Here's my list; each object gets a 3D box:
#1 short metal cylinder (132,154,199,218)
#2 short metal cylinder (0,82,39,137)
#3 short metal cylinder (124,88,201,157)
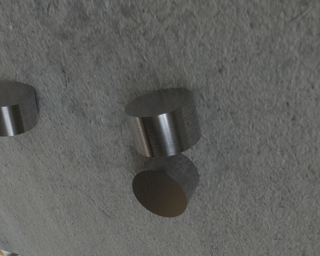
[{"bbox_3d":[0.009,0.077,0.432,0.080,0.050,0.079,13,124,20],"label":"short metal cylinder"},{"bbox_3d":[-0.231,-0.030,0.471,0.080,0.080,0.050,18,125,17],"label":"short metal cylinder"},{"bbox_3d":[0.004,-0.008,0.363,0.080,0.080,0.050,0,118,28],"label":"short metal cylinder"}]
